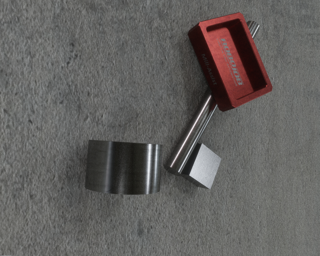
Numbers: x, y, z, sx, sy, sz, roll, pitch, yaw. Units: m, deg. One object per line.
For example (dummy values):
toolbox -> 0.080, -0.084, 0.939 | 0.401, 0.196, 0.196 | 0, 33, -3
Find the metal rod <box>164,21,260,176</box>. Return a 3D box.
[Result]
metal rod -> 0.089, -0.059, 0.478 | 0.025, 0.025, 0.300 | 46, 62, -30

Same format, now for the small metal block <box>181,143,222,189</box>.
small metal block -> 0.058, 0.055, 0.453 | 0.050, 0.025, 0.050 | 37, 67, -34

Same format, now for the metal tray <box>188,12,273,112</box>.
metal tray -> 0.106, -0.099, 0.462 | 0.091, 0.030, 0.129 | -24, 92, -29

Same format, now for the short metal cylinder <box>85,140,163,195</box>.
short metal cylinder -> -0.038, 0.040, 0.337 | 0.081, 0.080, 0.050 | 6, 86, -40
